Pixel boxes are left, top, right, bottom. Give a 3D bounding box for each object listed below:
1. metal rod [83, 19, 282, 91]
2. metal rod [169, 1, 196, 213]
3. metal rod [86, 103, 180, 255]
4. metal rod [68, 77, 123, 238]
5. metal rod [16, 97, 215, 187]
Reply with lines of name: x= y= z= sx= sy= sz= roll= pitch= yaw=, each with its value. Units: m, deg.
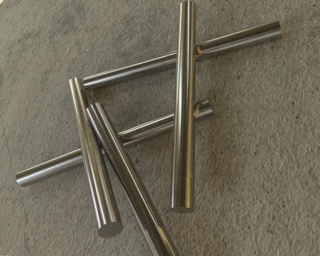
metal rod: x=0.019 y=-0.100 z=0.455 sx=0.300 sy=0.025 sz=0.025 roll=-11 pitch=57 yaw=21
metal rod: x=0.031 y=-0.048 z=0.383 sx=0.025 sy=0.025 sz=0.299 roll=-10 pitch=58 yaw=23
metal rod: x=-0.023 y=0.082 z=0.345 sx=0.025 sy=0.025 sz=0.299 roll=-35 pitch=57 yaw=5
metal rod: x=-0.096 y=0.012 z=0.414 sx=0.025 sy=0.025 sz=0.300 roll=-35 pitch=41 yaw=5
metal rod: x=-0.071 y=0.025 z=0.425 sx=0.301 sy=0.025 sz=0.025 roll=-21 pitch=54 yaw=15
